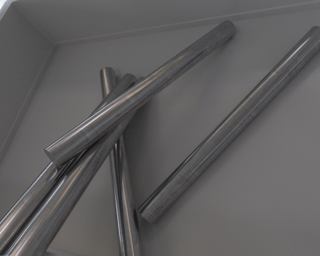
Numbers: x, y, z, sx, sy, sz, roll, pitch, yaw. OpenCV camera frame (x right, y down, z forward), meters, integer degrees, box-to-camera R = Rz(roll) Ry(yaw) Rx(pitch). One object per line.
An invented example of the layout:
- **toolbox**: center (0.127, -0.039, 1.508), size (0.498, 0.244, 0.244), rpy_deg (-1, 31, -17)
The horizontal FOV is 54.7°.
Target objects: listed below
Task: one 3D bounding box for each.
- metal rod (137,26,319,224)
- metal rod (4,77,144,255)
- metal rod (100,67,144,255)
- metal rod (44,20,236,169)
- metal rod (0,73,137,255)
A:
- **metal rod**: center (0.088, -0.006, 0.363), size (0.300, 0.025, 0.025), rpy_deg (-46, 51, -4)
- **metal rod**: center (-0.067, 0.022, 0.346), size (0.025, 0.025, 0.301), rpy_deg (-7, 33, 25)
- **metal rod**: center (-0.057, 0.024, 0.414), size (0.025, 0.025, 0.300), rpy_deg (-25, 51, 13)
- **metal rod**: center (-0.004, -0.056, 0.374), size (0.025, 0.025, 0.302), rpy_deg (27, 55, 37)
- **metal rod**: center (-0.092, 0.017, 0.362), size (0.025, 0.025, 0.301), rpy_deg (-5, 34, 26)
